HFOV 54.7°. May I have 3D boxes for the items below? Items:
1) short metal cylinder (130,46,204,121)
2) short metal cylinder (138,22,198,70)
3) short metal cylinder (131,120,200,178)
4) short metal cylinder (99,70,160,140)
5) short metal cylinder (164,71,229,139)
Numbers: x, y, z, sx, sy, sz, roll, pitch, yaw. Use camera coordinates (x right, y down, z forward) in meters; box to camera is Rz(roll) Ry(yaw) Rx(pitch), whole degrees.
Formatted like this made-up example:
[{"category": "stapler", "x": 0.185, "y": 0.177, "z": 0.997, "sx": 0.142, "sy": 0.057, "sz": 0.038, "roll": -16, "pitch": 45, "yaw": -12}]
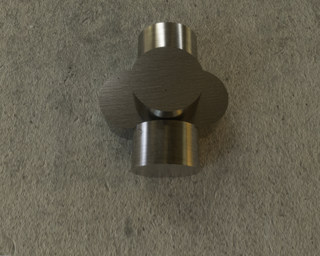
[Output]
[{"category": "short metal cylinder", "x": 0.008, "y": -0.046, "z": 0.359, "sx": 0.081, "sy": 0.050, "sz": 0.080, "roll": 0, "pitch": 70, "yaw": 0}, {"category": "short metal cylinder", "x": 0.010, "y": -0.095, "z": 0.416, "sx": 0.081, "sy": 0.080, "sz": 0.050, "roll": 0, "pitch": 70, "yaw": -1}, {"category": "short metal cylinder", "x": 0.007, "y": 0.028, "z": 0.371, "sx": 0.081, "sy": 0.080, "sz": 0.050, "roll": 0, "pitch": 70, "yaw": 0}, {"category": "short metal cylinder", "x": -0.035, "y": -0.029, "z": 0.406, "sx": 0.081, "sy": 0.050, "sz": 0.080, "roll": 0, "pitch": 70, "yaw": 0}, {"category": "short metal cylinder", "x": 0.045, "y": -0.030, "z": 0.407, "sx": 0.081, "sy": 0.050, "sz": 0.080, "roll": 0, "pitch": 70, "yaw": 0}]
